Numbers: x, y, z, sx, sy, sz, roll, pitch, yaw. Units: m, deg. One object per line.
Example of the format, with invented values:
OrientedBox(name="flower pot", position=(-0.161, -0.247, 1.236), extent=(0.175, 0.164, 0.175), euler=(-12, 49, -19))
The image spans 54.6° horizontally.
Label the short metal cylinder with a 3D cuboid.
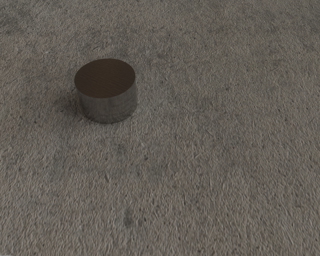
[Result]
OrientedBox(name="short metal cylinder", position=(-0.073, -0.052, 0.430), extent=(0.080, 0.050, 0.080), euler=(0, 50, 0))
